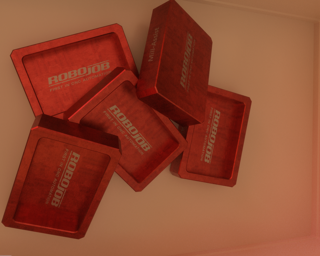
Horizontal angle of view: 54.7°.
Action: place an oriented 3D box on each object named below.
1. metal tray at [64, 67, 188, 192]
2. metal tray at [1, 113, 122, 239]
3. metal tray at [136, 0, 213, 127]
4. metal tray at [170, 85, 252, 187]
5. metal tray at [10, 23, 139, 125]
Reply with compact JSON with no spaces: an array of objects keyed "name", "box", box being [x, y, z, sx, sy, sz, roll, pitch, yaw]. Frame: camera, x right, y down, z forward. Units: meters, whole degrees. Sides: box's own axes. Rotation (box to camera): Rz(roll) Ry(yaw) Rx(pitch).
[{"name":"metal tray","box":[-0.036,0.004,0.371,0.090,0.030,0.130,-43,119,-8]},{"name":"metal tray","box":[-0.106,0.058,0.336,0.091,0.030,0.129,18,112,-20]},{"name":"metal tray","box":[0.023,-0.077,0.379,0.090,0.030,0.130,31,59,-41]},{"name":"metal tray","box":[0.072,0.011,0.434,0.091,0.030,0.129,13,85,-20]},{"name":"metal tray","box":[-0.095,-0.063,0.371,0.131,0.030,0.090,-22,98,-19]}]
